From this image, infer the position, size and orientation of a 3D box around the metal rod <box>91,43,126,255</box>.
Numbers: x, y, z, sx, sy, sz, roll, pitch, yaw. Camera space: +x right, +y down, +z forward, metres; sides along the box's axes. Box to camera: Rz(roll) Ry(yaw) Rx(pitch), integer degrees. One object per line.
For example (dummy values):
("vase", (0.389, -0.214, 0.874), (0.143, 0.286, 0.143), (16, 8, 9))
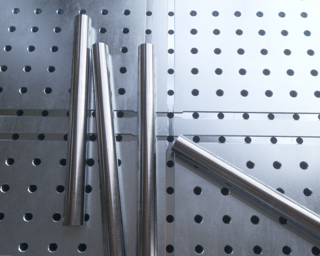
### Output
("metal rod", (-0.069, 0.022, 0.403), (0.025, 0.025, 0.299), (-7, 70, -3))

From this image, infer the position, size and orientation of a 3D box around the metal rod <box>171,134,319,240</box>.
("metal rod", (0.148, 0.094, 0.378), (0.301, 0.025, 0.025), (30, 73, 10))

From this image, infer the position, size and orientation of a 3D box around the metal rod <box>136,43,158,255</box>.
("metal rod", (-0.017, 0.024, 0.403), (0.025, 0.025, 0.299), (-1, 70, 0))

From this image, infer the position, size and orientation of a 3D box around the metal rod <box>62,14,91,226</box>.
("metal rod", (-0.110, -0.024, 0.419), (0.025, 0.025, 0.299), (-3, 70, -1))
